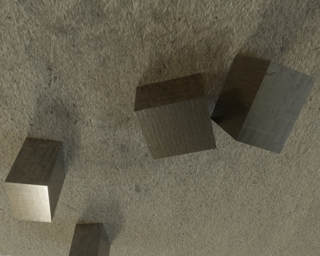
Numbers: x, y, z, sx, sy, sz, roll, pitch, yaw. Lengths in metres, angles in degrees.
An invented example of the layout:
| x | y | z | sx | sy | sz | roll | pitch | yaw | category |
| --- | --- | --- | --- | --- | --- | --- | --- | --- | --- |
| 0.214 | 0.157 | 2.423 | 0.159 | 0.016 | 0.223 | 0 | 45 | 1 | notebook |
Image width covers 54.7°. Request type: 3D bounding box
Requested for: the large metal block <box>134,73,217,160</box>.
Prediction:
| x | y | z | sx | sy | sz | roll | pitch | yaw | category |
| --- | --- | --- | --- | --- | --- | --- | --- | --- | --- |
| 0.020 | -0.013 | 0.380 | 0.080 | 0.050 | 0.080 | -11 | 130 | 9 | large metal block |

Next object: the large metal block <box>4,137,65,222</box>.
| x | y | z | sx | sy | sz | roll | pitch | yaw | category |
| --- | --- | --- | --- | --- | --- | --- | --- | --- | --- |
| -0.169 | 0.072 | 0.431 | 0.050 | 0.080 | 0.079 | 7 | 130 | -6 | large metal block |

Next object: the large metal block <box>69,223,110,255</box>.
| x | y | z | sx | sy | sz | roll | pitch | yaw | category |
| --- | --- | --- | --- | --- | --- | --- | --- | --- | --- |
| -0.128 | 0.233 | 0.568 | 0.050 | 0.080 | 0.080 | -3 | 130 | 3 | large metal block |

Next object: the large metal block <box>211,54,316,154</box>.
| x | y | z | sx | sy | sz | roll | pitch | yaw | category |
| --- | --- | --- | --- | --- | --- | --- | --- | --- | --- |
| 0.103 | -0.029 | 0.330 | 0.050 | 0.080 | 0.079 | 17 | 104 | -14 | large metal block |
